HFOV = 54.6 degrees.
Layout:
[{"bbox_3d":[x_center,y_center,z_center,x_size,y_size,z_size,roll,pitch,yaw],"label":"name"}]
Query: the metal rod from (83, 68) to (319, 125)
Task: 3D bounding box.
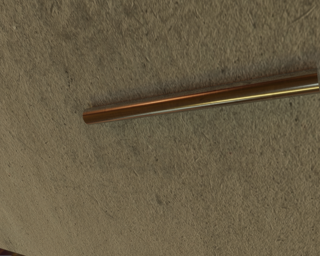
[{"bbox_3d":[0.025,-0.031,0.374,0.300,0.025,0.025,-6,115,31],"label":"metal rod"}]
